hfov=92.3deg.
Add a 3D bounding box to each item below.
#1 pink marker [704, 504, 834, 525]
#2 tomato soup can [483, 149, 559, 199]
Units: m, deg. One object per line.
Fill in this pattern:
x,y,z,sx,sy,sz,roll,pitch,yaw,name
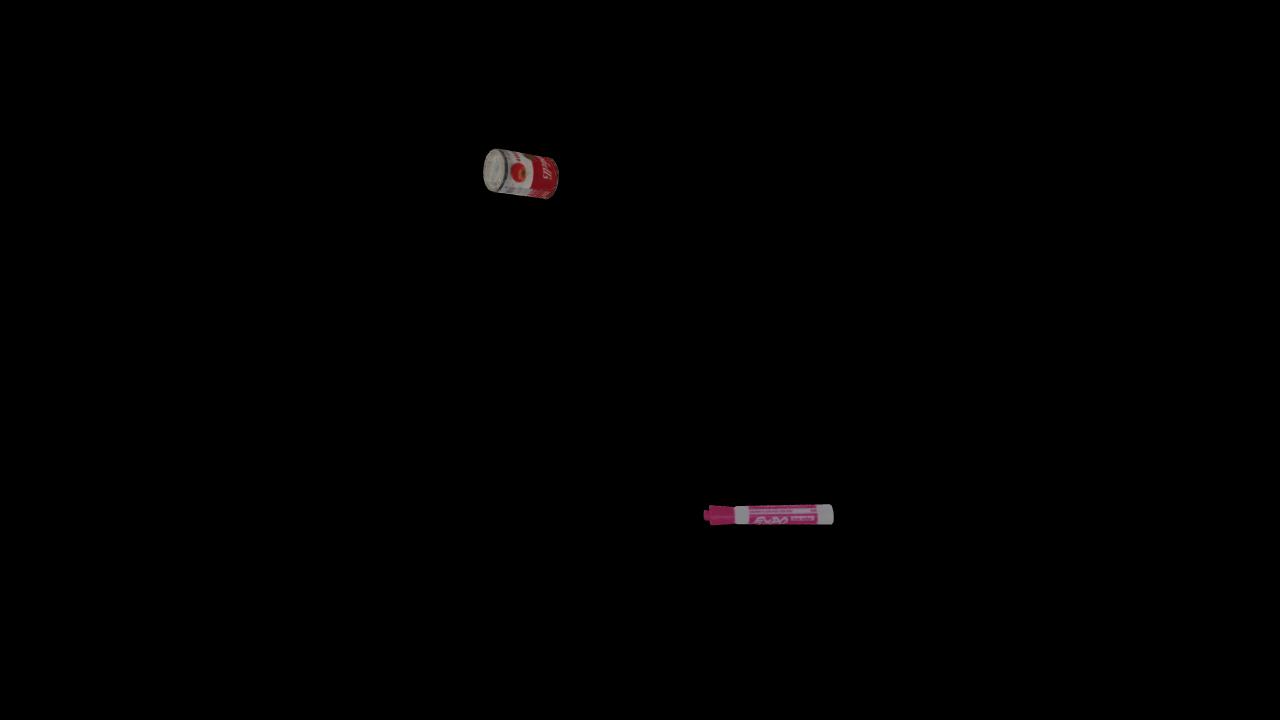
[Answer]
0.121,0.147,0.585,0.121,0.020,0.020,-1,0,1,pink marker
-0.190,-0.297,0.983,0.101,0.068,0.068,-6,4,-43,tomato soup can
